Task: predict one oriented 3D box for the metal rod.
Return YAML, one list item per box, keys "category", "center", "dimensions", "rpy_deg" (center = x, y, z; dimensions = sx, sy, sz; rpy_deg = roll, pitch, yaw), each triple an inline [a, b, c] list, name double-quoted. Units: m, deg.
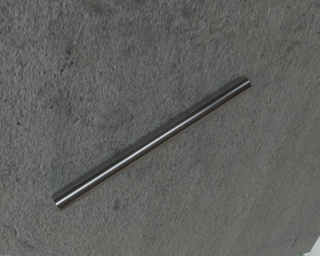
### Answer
- category: "metal rod"
  center: [-0.005, 0.016, 0.418]
  dimensions: [0.301, 0.025, 0.025]
  rpy_deg: [-32, 129, -8]
